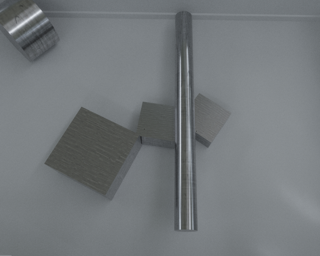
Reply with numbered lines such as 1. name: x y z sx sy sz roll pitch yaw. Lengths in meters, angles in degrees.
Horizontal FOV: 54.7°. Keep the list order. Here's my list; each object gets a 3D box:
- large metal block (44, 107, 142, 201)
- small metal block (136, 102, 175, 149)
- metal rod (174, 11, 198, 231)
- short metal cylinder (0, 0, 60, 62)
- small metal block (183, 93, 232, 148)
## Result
1. large metal block: -0.078 0.033 0.384 0.080 0.050 0.080 26 72 8
2. small metal block: -0.002 -0.004 0.408 0.050 0.025 0.050 8 64 3
3. metal rod: 0.031 -0.026 0.393 0.025 0.025 0.299 1 66 0
4. short metal cylinder: -0.187 -0.139 0.429 0.050 0.080 0.080 -43 76 -14
5. small metal block: 0.059 -0.010 0.414 0.050 0.025 0.050 34 73 11
